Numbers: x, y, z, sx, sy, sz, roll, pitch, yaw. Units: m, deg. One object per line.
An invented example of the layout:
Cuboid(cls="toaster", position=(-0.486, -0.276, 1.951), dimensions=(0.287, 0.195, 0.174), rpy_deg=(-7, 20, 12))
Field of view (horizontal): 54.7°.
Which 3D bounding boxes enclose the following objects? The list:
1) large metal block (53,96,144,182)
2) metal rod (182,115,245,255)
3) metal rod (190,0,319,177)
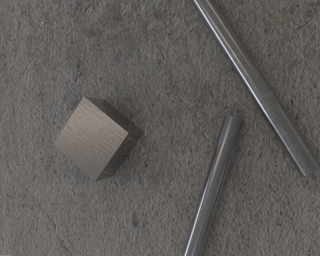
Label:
Cuboid(cls="large metal block", position=(-0.083, 0.014, 0.425), dimensions=(0.080, 0.050, 0.080), rpy_deg=(39, 102, 15))
Cuboid(cls="metal rod", position=(0.050, 0.130, 0.391), dimensions=(0.025, 0.025, 0.298), rpy_deg=(18, 96, 19))
Cuboid(cls="metal rod", position=(0.098, -0.080, 0.374), dimensions=(0.025, 0.025, 0.299), rpy_deg=(-32, 80, 17))
